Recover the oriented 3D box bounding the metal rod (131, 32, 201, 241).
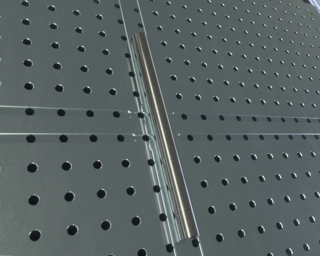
[{"bbox_3d":[0.001,-0.006,0.414,0.025,0.025,0.299,0,62,-28],"label":"metal rod"}]
